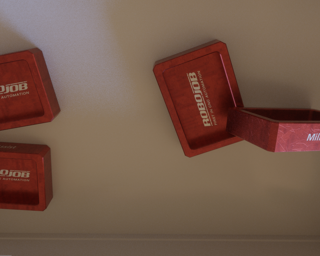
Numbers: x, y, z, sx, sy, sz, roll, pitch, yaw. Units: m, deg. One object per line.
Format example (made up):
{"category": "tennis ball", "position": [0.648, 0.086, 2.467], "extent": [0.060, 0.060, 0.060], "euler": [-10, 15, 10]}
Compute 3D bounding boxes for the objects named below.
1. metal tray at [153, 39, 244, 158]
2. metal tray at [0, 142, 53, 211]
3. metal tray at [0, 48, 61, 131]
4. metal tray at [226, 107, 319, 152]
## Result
{"category": "metal tray", "position": [0.055, -0.035, 0.395], "extent": [0.090, 0.030, 0.129], "euler": [-19, 109, 7]}
{"category": "metal tray", "position": [-0.221, 0.066, 0.430], "extent": [0.131, 0.030, 0.089], "euler": [4, 110, -2]}
{"category": "metal tray", "position": [-0.204, -0.044, 0.390], "extent": [0.131, 0.030, 0.089], "euler": [-10, 110, 3]}
{"category": "metal tray", "position": [0.155, -0.001, 0.357], "extent": [0.131, 0.090, 0.030], "euler": [0, 103, -19]}
